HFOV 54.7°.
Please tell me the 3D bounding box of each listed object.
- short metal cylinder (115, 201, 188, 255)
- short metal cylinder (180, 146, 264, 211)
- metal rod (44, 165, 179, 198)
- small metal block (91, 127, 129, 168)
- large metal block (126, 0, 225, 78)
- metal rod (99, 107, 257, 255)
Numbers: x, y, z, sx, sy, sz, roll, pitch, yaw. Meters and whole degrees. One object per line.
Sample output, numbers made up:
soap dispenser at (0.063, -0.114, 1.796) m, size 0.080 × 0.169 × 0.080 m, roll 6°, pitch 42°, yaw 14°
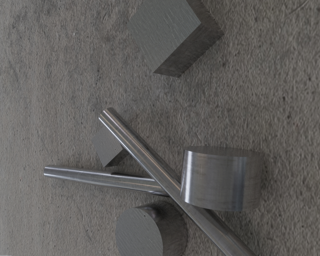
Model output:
short metal cylinder at (-0.011, 0.138, 0.398) m, size 0.080 × 0.050 × 0.080 m, roll 0°, pitch 90°, yaw 40°
short metal cylinder at (0.062, 0.048, 0.318) m, size 0.080 × 0.081 × 0.050 m, roll 6°, pitch 94°, yaw 40°
metal rod at (-0.088, 0.078, 0.477) m, size 0.300 × 0.025 × 0.025 m, roll -1°, pitch 89°, yaw 40°
small metal block at (-0.071, 0.024, 0.463) m, size 0.050 × 0.025 × 0.050 m, roll -43°, pitch 64°, yaw 31°
large metal block at (0.016, -0.120, 0.375) m, size 0.080 × 0.050 × 0.080 m, roll -41°, pitch 65°, yaw 32°
metal rod at (0.029, 0.080, 0.355) m, size 0.300 × 0.025 × 0.025 m, roll 44°, pitch 117°, yaw 22°
